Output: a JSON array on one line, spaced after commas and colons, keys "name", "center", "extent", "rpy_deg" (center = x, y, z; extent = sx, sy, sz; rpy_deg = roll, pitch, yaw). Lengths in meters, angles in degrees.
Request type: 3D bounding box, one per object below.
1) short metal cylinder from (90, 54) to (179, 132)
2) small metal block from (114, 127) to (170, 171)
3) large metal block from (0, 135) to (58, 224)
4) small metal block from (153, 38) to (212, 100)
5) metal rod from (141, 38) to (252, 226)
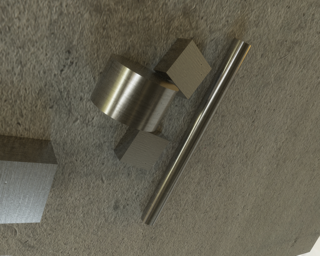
[{"name": "short metal cylinder", "center": [-0.027, -0.039, 0.334], "extent": [0.081, 0.080, 0.050], "rpy_deg": [18, 109, -36]}, {"name": "small metal block", "center": [-0.024, 0.024, 0.410], "extent": [0.050, 0.025, 0.050], "rpy_deg": [25, 105, -37]}, {"name": "large metal block", "center": [-0.166, 0.055, 0.335], "extent": [0.081, 0.050, 0.079], "rpy_deg": [9, 114, -33]}, {"name": "small metal block", "center": [0.028, -0.071, 0.372], "extent": [0.050, 0.025, 0.050], "rpy_deg": [-53, 130, -10]}, {"name": "metal rod", "center": [0.044, 0.017, 0.443], "extent": [0.025, 0.025, 0.298], "rpy_deg": [14, 111, -34]}]
